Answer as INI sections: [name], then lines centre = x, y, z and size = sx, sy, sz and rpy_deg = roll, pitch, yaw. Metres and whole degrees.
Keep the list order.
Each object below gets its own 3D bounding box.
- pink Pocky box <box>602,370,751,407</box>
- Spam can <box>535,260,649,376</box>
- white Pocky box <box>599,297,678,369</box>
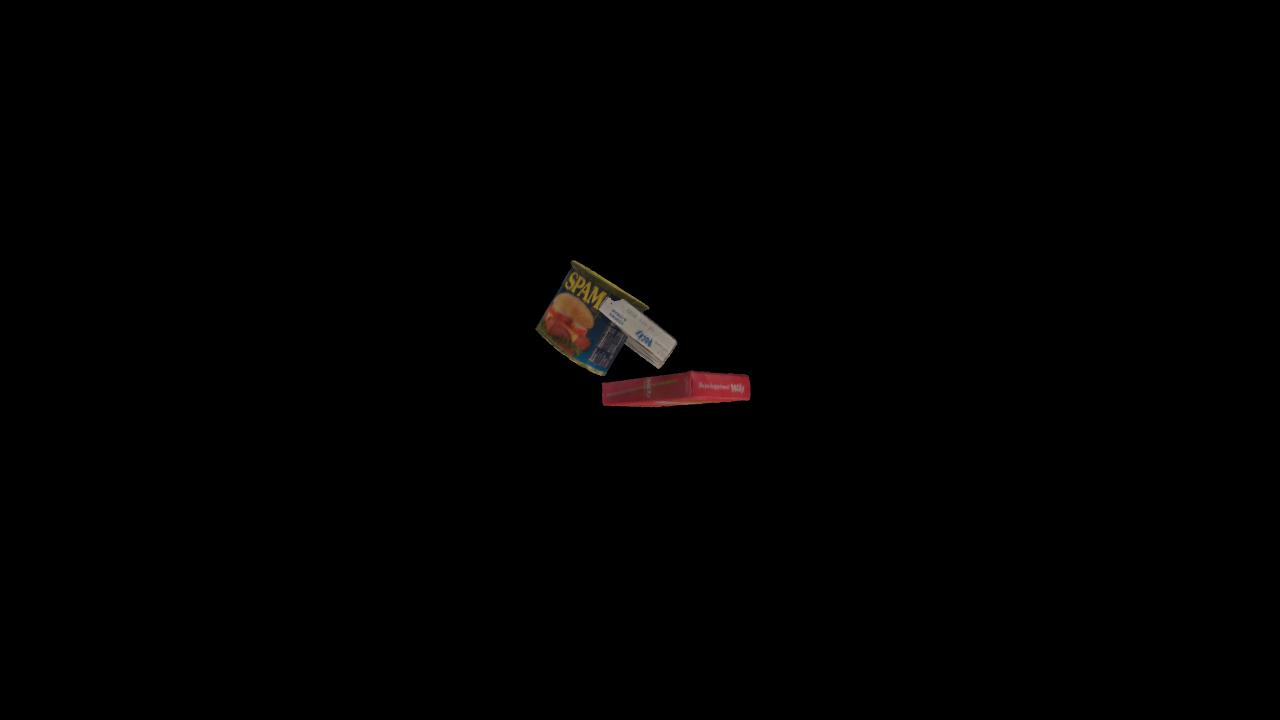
[pink Pocky box]
centre = 0.035, 0.034, 0.667
size = 0.084, 0.029, 0.155
rpy_deg = 5, -9, -38
[Spam can]
centre = -0.052, -0.043, 0.634
size = 0.058, 0.085, 0.101
rpy_deg = 25, 9, -44
[white Pocky box]
centre = -0.002, -0.028, 0.660
size = 0.084, 0.028, 0.154
rpy_deg = 38, -3, 2
